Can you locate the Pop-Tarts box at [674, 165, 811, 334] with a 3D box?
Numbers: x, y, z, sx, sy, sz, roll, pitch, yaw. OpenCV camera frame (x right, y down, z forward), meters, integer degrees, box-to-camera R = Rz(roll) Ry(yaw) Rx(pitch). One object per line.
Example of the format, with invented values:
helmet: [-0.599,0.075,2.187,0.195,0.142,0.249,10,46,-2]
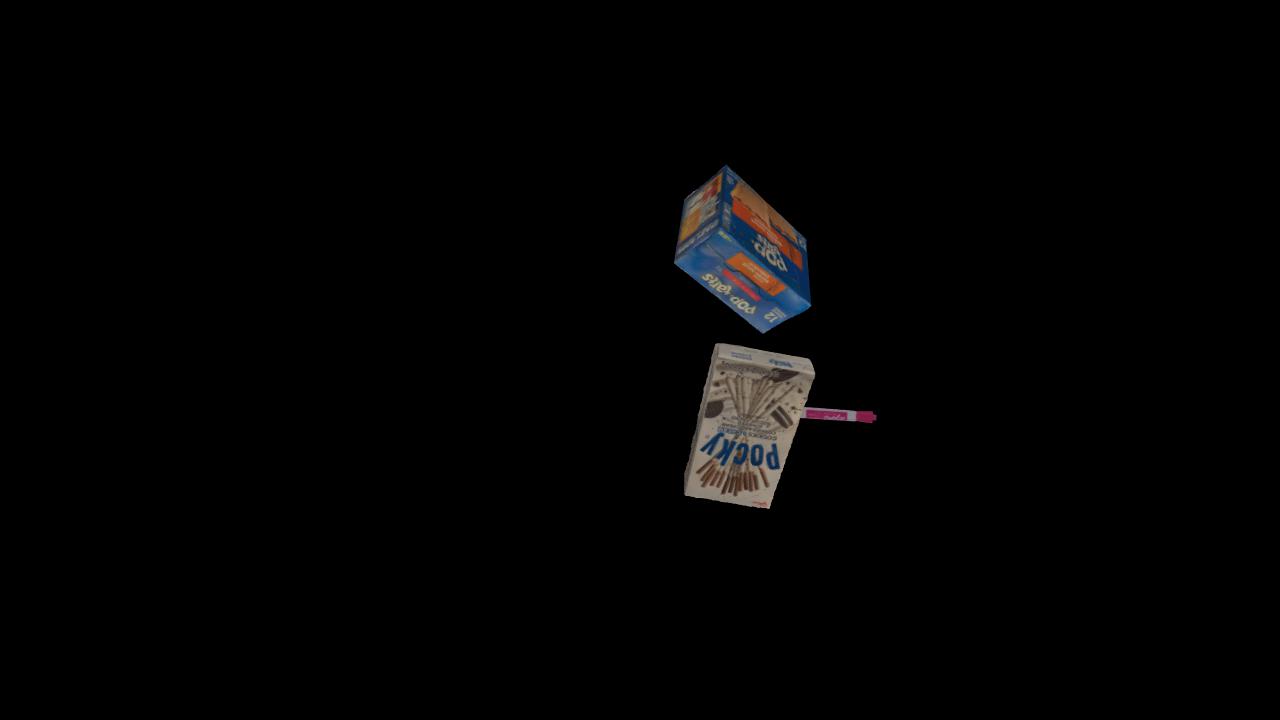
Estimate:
Pop-Tarts box: [0.138,-0.143,0.805,0.167,0.141,0.083,34,-46,-24]

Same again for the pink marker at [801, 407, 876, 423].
pink marker: [0.312,0.087,0.979,0.121,0.020,0.020,2,1,29]

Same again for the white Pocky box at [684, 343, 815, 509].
white Pocky box: [0.092,0.062,0.543,0.084,0.154,0.028,10,30,0]
